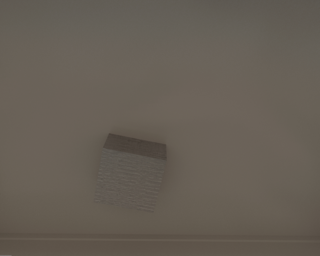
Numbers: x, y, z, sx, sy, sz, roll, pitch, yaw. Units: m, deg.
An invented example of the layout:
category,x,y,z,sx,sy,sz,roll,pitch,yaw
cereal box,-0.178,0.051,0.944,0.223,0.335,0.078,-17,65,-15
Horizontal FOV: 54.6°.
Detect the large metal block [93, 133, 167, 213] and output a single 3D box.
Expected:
category,x,y,z,sx,sy,sz,roll,pitch,yaw
large metal block,-0.039,0.060,0.420,0.080,0.050,0.079,12,110,-5
